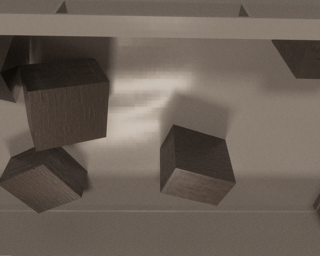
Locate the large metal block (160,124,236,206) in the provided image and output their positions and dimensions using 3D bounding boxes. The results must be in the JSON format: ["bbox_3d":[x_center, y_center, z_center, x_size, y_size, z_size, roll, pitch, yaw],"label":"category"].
[{"bbox_3d":[0.047,0.049,0.416,0.081,0.080,0.050,16,128,-14],"label":"large metal block"}]

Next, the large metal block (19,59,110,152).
[{"bbox_3d":[-0.106,-0.027,0.348,0.081,0.050,0.079,-12,135,-26],"label":"large metal block"}]

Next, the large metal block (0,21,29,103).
[{"bbox_3d":[-0.184,-0.070,0.307,0.081,0.050,0.080,13,162,-12],"label":"large metal block"}]

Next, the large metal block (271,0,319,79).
[{"bbox_3d":[0.165,-0.089,0.300,0.081,0.080,0.050,1,130,-2],"label":"large metal block"}]

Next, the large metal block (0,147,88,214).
[{"bbox_3d":[-0.167,0.072,0.452,0.080,0.050,0.080,-23,127,17],"label":"large metal block"}]
